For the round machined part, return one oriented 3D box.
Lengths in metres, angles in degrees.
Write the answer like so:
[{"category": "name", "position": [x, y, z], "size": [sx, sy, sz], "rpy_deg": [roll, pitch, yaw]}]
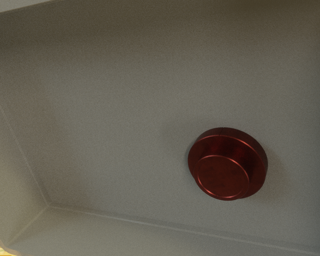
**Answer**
[{"category": "round machined part", "position": [0.081, 0.051, 0.386], "size": [0.098, 0.042, 0.097], "rpy_deg": [13, 124, 20]}]
